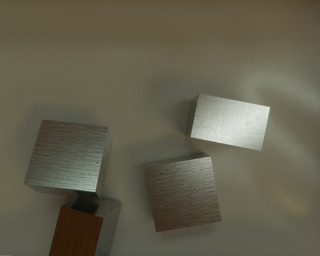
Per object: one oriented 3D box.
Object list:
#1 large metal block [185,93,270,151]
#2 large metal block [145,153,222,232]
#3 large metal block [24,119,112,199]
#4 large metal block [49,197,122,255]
[{"bbox_3d":[0.078,-0.007,0.384,0.080,0.080,0.050,11,90,0],"label":"large metal block"},{"bbox_3d":[0.028,0.080,0.399,0.080,0.050,0.080,-10,90,0],"label":"large metal block"},{"bbox_3d":[-0.109,0.040,0.384,0.080,0.050,0.080,7,66,0],"label":"large metal block"},{"bbox_3d":[-0.090,0.132,0.380,0.050,0.080,0.080,14,90,8],"label":"large metal block"}]
